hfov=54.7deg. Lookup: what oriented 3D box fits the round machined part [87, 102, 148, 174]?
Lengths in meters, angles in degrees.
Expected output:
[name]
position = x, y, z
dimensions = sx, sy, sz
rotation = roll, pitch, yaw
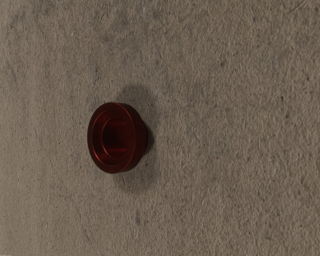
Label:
[round machined part]
position = -0.055, 0.013, 0.437
dimensions = 0.098, 0.042, 0.097
rotation = 0, 90, 39
